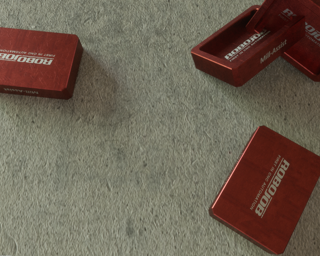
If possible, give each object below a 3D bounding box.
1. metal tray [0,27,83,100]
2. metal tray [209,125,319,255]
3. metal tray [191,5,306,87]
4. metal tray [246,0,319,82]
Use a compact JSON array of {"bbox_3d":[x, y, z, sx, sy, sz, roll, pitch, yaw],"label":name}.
[{"bbox_3d":[-0.184,-0.092,0.438,0.131,0.030,0.090,6,70,2],"label":"metal tray"},{"bbox_3d":[0.131,0.073,0.380,0.090,0.030,0.130,31,73,10],"label":"metal tray"},{"bbox_3d":[0.120,-0.117,0.425,0.130,0.030,0.090,-38,43,-13],"label":"metal tray"},{"bbox_3d":[0.191,-0.129,0.409,0.130,0.090,0.030,38,63,2],"label":"metal tray"}]
